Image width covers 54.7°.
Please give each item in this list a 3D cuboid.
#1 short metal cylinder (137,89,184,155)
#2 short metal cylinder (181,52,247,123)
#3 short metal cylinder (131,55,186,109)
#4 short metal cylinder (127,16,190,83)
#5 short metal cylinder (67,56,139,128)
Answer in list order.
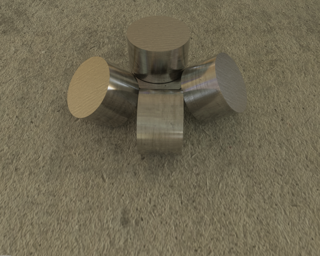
[{"bbox_3d":[0.001,-0.007,0.374,0.050,0.080,0.080,1,50,1],"label":"short metal cylinder"},{"bbox_3d":[0.072,-0.052,0.406,0.050,0.080,0.080,-18,39,37],"label":"short metal cylinder"},{"bbox_3d":[0.000,-0.059,0.438,0.081,0.050,0.080,0,50,0],"label":"short metal cylinder"},{"bbox_3d":[-0.002,-0.105,0.411,0.081,0.050,0.080,0,50,0],"label":"short metal cylinder"},{"bbox_3d":[-0.074,-0.045,0.399,0.080,0.050,0.080,-13,68,36],"label":"short metal cylinder"}]
